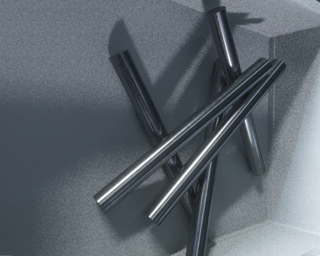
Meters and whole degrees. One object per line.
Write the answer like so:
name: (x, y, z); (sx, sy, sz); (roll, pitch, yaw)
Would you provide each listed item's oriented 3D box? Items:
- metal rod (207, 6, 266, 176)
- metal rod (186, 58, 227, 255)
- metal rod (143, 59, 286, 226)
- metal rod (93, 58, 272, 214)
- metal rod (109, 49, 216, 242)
metal rod: (0.126, -0.038, 0.482); (0.025, 0.025, 0.299); (-46, 127, -31)
metal rod: (0.074, 0.032, 0.448); (0.025, 0.025, 0.299); (26, 67, -37)
metal rod: (0.086, 0.008, 0.429); (0.301, 0.025, 0.025); (-47, 119, -18)
metal rod: (0.042, -0.002, 0.400); (0.301, 0.025, 0.025); (-39, 115, -20)
metal rod: (0.012, 0.038, 0.418); (0.025, 0.025, 0.299); (-40, 114, -33)
